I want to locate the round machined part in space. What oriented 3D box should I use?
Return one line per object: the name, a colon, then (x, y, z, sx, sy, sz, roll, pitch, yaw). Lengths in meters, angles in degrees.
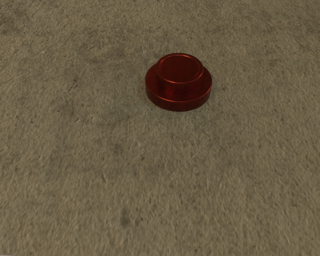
round machined part: (0.028, -0.073, 0.454, 0.099, 0.042, 0.098, 0, 50, 0)
